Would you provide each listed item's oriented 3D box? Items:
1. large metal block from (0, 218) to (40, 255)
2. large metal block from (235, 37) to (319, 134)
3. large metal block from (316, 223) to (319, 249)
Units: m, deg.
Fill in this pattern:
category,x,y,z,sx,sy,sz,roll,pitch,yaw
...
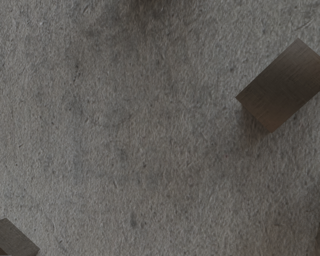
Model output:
category,x,y,z,sx,sy,sz,roll,pitch,yaw
large metal block,-0.250,0.203,0.481,0.080,0.050,0.080,34,101,16
large metal block,0.133,-0.040,0.333,0.080,0.080,0.050,-45,76,14
large metal block,0.217,0.098,0.320,0.080,0.050,0.079,13,94,19
